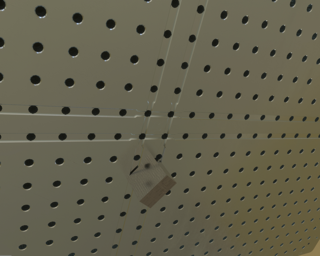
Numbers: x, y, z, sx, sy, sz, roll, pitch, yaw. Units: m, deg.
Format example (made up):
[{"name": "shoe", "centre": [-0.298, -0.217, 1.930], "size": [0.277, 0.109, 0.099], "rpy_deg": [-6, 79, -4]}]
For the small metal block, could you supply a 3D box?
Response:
[{"name": "small metal block", "centre": [-0.013, 0.074, 0.433], "size": [0.050, 0.050, 0.025], "rpy_deg": [-44, 129, 2]}]
